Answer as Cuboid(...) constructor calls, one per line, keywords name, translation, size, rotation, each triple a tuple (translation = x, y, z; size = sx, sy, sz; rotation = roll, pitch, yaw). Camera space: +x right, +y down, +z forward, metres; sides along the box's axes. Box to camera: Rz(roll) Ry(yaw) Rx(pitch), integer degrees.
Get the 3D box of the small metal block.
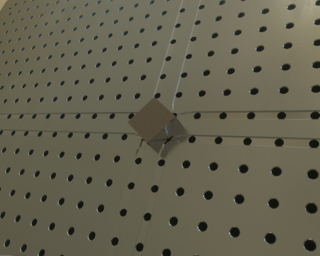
Cuboid(name="small metal block", translation=(-0.007, -0.006, 0.417), size=(0.050, 0.025, 0.050), rotation=(-44, 51, -2))
